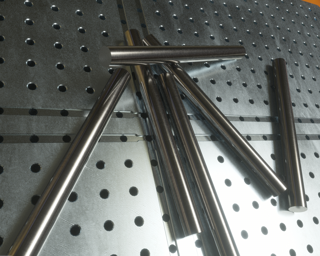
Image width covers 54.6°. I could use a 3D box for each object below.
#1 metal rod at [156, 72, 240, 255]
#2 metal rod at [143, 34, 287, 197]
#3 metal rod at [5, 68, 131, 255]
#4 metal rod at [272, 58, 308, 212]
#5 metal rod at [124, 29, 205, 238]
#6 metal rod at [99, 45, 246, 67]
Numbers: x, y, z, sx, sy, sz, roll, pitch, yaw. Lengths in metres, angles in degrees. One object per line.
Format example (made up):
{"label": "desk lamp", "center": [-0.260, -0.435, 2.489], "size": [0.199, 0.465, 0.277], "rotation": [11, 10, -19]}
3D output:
{"label": "metal rod", "center": [0.050, 0.057, 0.399], "size": [0.025, 0.025, 0.299], "rotation": [-4, 64, -30]}
{"label": "metal rod", "center": [0.076, -0.023, 0.461], "size": [0.025, 0.025, 0.300], "rotation": [-35, 81, -38]}
{"label": "metal rod", "center": [-0.094, 0.039, 0.333], "size": [0.025, 0.025, 0.300], "rotation": [29, 52, -10]}
{"label": "metal rod", "center": [0.215, -0.006, 0.526], "size": [0.025, 0.025, 0.300], "rotation": [20, 54, -16]}
{"label": "metal rod", "center": [-0.002, -0.010, 0.412], "size": [0.025, 0.025, 0.299], "rotation": [-3, 63, -30]}
{"label": "metal rod", "center": [0.041, -0.112, 0.468], "size": [0.302, 0.025, 0.025], "rotation": [-15, 69, -44]}
